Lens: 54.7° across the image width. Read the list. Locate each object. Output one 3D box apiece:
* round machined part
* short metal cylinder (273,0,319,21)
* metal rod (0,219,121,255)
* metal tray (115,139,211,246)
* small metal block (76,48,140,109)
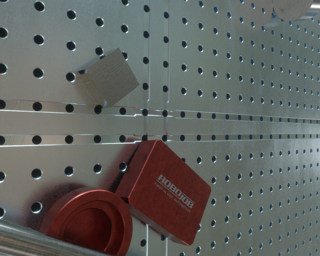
[{"bbox_3d":[-0.081,0.112,0.332,0.099,0.042,0.097,0,91,-40],"label":"round machined part"},{"bbox_3d":[0.270,-0.251,0.603,0.050,0.080,0.079,-17,101,-39],"label":"short metal cylinder"},{"bbox_3d":[-0.056,0.137,0.309,0.301,0.025,0.025,35,69,-35],"label":"metal rod"},{"bbox_3d":[0.010,0.087,0.410,0.130,0.030,0.090,44,57,-31],"label":"metal tray"},{"bbox_3d":[-0.060,-0.057,0.361,0.050,0.025,0.050,-44,117,-31],"label":"small metal block"}]
